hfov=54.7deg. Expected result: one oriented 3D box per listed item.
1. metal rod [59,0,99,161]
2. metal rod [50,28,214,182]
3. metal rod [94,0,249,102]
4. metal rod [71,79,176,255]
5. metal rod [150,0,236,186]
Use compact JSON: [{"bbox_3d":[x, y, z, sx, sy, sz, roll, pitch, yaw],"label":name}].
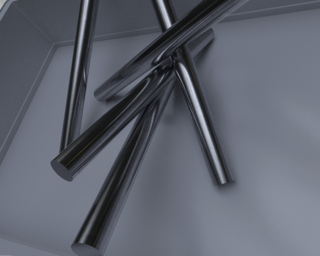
[{"bbox_3d":[-0.113,-0.097,0.444,0.025,0.025,0.298,10,92,32],"label":"metal rod"},{"bbox_3d":[-0.008,-0.051,0.364,0.025,0.025,0.301,10,42,32],"label":"metal rod"},{"bbox_3d":[-0.010,-0.086,0.370,0.299,0.025,0.025,-22,47,53],"label":"metal rod"},{"bbox_3d":[-0.017,0.000,0.343,0.025,0.025,0.301,-8,35,24],"label":"metal rod"},{"bbox_3d":[0.026,-0.080,0.367,0.025,0.025,0.299,-21,77,16],"label":"metal rod"}]
